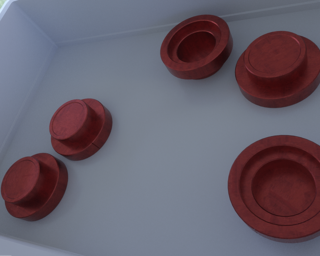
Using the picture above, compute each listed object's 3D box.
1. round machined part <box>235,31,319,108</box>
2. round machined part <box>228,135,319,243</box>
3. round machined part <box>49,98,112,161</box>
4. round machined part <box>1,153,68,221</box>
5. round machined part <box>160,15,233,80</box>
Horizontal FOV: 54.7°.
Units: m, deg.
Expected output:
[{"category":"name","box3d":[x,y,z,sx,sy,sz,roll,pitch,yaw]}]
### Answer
[{"category":"round machined part","box3d":[0.138,-0.076,0.369,0.098,0.042,0.098,-13,56,21]},{"category":"round machined part","box3d":[0.119,0.059,0.296,0.098,0.042,0.098,-13,56,21]},{"category":"round machined part","box3d":[-0.124,-0.004,0.463,0.098,0.042,0.098,-13,56,21]},{"category":"round machined part","box3d":[-0.185,0.079,0.444,0.098,0.042,0.098,-13,56,21]},{"category":"round machined part","box3d":[0.054,-0.107,0.432,0.098,0.042,0.098,-13,56,21]}]
